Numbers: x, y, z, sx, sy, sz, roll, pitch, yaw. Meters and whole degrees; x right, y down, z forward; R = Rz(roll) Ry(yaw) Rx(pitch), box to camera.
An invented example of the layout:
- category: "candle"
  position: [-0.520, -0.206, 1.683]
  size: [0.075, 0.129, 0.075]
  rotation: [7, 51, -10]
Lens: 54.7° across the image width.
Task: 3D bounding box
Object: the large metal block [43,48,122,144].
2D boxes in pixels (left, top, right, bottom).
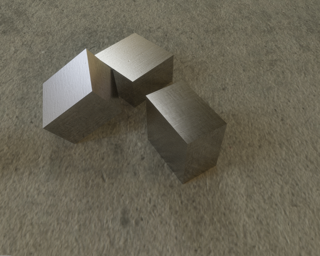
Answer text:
- category: "large metal block"
  position: [-0.101, -0.040, 0.395]
  size: [0.080, 0.050, 0.080]
  rotation: [-33, 49, 19]

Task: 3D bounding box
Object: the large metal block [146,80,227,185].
- category: "large metal block"
  position: [0.027, 0.005, 0.364]
  size: [0.050, 0.080, 0.080]
  rotation: [-26, 55, -20]

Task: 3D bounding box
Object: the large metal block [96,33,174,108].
- category: "large metal block"
  position: [-0.037, -0.088, 0.460]
  size: [0.080, 0.050, 0.080]
  rotation: [36, 58, 26]
